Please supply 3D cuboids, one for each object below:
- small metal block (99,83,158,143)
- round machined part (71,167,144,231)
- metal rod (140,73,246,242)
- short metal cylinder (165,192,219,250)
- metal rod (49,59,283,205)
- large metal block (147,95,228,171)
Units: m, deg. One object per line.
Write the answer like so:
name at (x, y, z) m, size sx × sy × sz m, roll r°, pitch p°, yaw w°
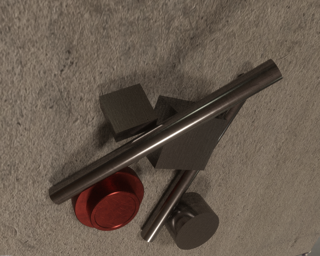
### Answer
small metal block at (-0.037, -0.018, 0.357) m, size 0.050 × 0.050 × 0.025 m, roll -21°, pitch 158°, yaw -17°
round machined part at (-0.067, 0.101, 0.423) m, size 0.099 × 0.042 × 0.097 m, roll -14°, pitch 125°, yaw -21°
metal rod at (0.053, 0.053, 0.470) m, size 0.025 × 0.025 × 0.298 m, roll 20°, pitch 108°, yaw -36°
short metal cylinder at (0.051, 0.155, 0.516) m, size 0.081 × 0.050 × 0.079 m, roll -14°, pitch 125°, yaw -21°
metal rod at (-0.004, 0.012, 0.358) m, size 0.300 × 0.025 × 0.025 m, roll -30°, pitch 131°, yaw 12°
large metal block at (0.030, 0.008, 0.414) m, size 0.081 × 0.050 × 0.079 m, roll 7°, pitch 115°, yaw -32°
